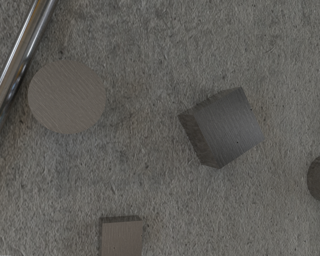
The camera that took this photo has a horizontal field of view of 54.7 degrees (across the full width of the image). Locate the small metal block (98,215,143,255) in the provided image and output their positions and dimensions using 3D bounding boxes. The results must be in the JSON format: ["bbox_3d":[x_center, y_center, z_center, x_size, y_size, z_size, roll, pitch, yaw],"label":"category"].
[{"bbox_3d":[-0.050,0.140,0.391,0.050,0.025,0.050,2,89,-20],"label":"small metal block"}]

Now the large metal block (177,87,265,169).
[{"bbox_3d":[0.084,-0.001,0.427,0.080,0.050,0.080,-30,100,-18],"label":"large metal block"}]

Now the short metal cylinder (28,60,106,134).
[{"bbox_3d":[-0.107,-0.033,0.356,0.081,0.050,0.079,0,90,-20],"label":"short metal cylinder"}]

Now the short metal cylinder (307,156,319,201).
[{"bbox_3d":[0.289,0.085,0.503,0.081,0.050,0.079,0,90,-20],"label":"short metal cylinder"}]

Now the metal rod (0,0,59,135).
[{"bbox_3d":[-0.172,-0.042,0.345,0.025,0.025,0.299,23,82,-19],"label":"metal rod"}]
